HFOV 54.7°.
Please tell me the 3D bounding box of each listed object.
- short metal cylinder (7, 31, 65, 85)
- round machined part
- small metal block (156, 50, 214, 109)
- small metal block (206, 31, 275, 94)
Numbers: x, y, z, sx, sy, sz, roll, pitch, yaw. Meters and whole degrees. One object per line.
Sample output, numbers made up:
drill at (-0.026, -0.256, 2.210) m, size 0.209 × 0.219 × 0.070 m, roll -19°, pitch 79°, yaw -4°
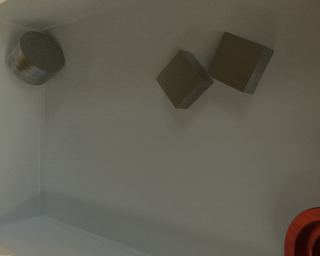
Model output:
short metal cylinder at (-0.219, -0.123, 0.548) m, size 0.050 × 0.081 × 0.080 m, roll -29°, pitch 72°, yaw 36°
round machined part at (0.155, 0.113, 0.252) m, size 0.098 × 0.042 × 0.097 m, roll -178°, pitch 90°, yaw -65°
small metal block at (0.030, -0.059, 0.381) m, size 0.050 × 0.025 × 0.050 m, roll -46°, pitch 63°, yaw 30°
small metal block at (0.086, -0.070, 0.335) m, size 0.050 × 0.025 × 0.050 m, roll 34°, pitch 111°, yaw 34°
